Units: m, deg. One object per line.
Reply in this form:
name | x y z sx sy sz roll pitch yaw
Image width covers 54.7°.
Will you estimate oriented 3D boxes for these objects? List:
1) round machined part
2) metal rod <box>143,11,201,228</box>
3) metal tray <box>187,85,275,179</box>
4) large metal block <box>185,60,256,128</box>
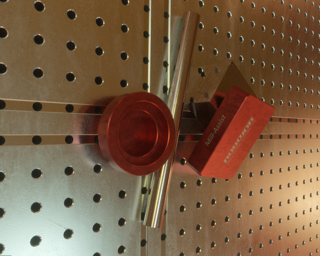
round machined part | -0.032 0.006 0.373 0.099 0.042 0.097 0 90 -40
metal rod | 0.018 -0.018 0.426 0.025 0.025 0.299 18 78 -39
metal tray | 0.105 0.012 0.452 0.091 0.030 0.129 16 108 -47
large metal block | 0.095 -0.043 0.475 0.080 0.050 0.080 45 63 -31
